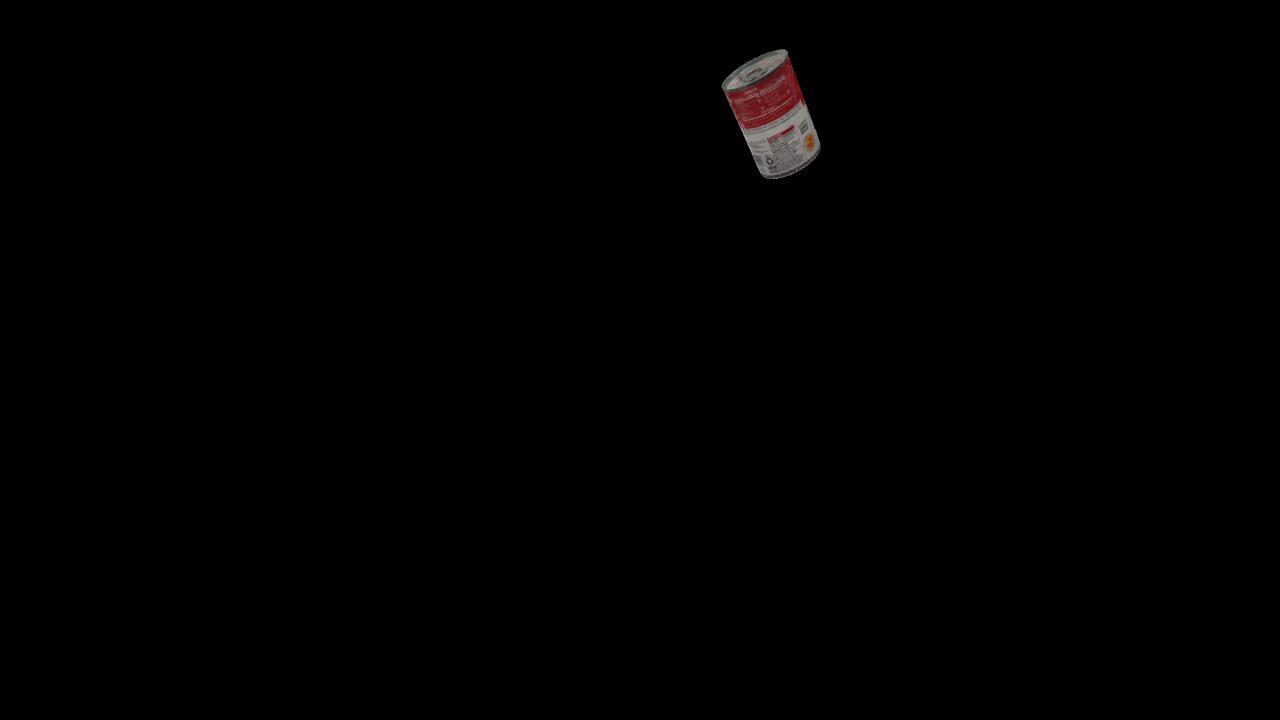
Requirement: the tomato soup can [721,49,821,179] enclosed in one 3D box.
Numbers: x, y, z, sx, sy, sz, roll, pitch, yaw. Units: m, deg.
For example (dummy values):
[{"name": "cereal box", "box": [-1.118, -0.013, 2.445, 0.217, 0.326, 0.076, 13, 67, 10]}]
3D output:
[{"name": "tomato soup can", "box": [0.132, -0.241, 0.610, 0.068, 0.068, 0.101, 0, -44, 42]}]
